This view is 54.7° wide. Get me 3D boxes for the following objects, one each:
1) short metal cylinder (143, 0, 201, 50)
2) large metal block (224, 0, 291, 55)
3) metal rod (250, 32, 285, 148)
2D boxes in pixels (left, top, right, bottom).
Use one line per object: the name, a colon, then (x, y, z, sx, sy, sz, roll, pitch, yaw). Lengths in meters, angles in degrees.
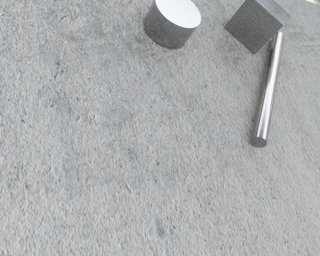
short metal cylinder: (0.019, -0.176, 0.505, 0.081, 0.050, 0.080, 14, 56, -21)
large metal block: (0.184, -0.203, 0.591, 0.080, 0.080, 0.050, 43, 51, 1)
metal rod: (0.200, -0.085, 0.563, 0.025, 0.025, 0.301, 32, 52, -8)
